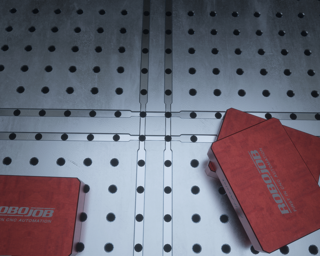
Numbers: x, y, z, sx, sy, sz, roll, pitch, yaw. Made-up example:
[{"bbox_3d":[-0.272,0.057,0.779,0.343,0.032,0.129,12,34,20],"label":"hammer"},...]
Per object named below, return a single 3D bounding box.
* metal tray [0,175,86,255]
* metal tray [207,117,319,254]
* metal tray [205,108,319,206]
[{"bbox_3d":[-0.161,0.104,0.369,0.131,0.030,0.090,2,70,0],"label":"metal tray"},{"bbox_3d":[0.123,0.063,0.355,0.091,0.030,0.130,-22,72,-8],"label":"metal tray"},{"bbox_3d":[0.134,0.037,0.397,0.131,0.030,0.090,20,71,6],"label":"metal tray"}]
